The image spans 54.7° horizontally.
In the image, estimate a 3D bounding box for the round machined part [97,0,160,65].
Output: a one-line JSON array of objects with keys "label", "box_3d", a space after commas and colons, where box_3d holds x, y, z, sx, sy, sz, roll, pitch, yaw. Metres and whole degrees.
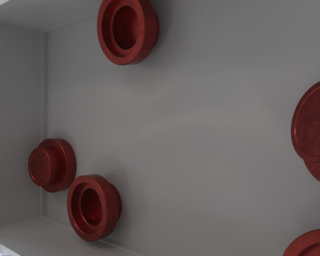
[{"label": "round machined part", "box_3d": [-0.039, -0.135, 0.420, 0.098, 0.042, 0.097, 13, 109, 41]}]

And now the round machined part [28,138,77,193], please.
[{"label": "round machined part", "box_3d": [-0.199, 0.068, 0.556, 0.098, 0.042, 0.097, 0, 91, 35]}]

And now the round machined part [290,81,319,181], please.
[{"label": "round machined part", "box_3d": [0.143, -0.002, 0.244, 0.098, 0.042, 0.097, -167, 89, -78]}]

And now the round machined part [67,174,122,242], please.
[{"label": "round machined part", "box_3d": [-0.097, 0.119, 0.476, 0.098, 0.042, 0.097, 0, 90, 40]}]

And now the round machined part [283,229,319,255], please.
[{"label": "round machined part", "box_3d": [0.154, 0.135, 0.258, 0.098, 0.042, 0.098, -17, 63, 39]}]
